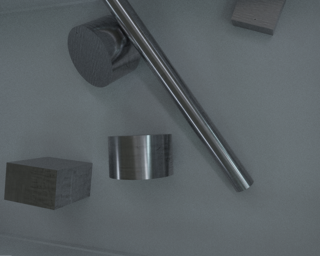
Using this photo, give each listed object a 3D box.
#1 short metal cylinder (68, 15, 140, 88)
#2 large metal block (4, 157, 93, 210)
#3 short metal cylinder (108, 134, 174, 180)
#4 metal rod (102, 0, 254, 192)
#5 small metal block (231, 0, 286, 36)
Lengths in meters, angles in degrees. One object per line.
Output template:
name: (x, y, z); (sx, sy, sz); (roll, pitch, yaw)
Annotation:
short metal cylinder: (-0.073, -0.099, 0.401); (0.080, 0.050, 0.079); (26, 136, 29)
large metal block: (-0.153, 0.073, 0.434); (0.080, 0.080, 0.050); (5, 92, 19)
short metal cylinder: (-0.024, 0.034, 0.389); (0.080, 0.080, 0.050); (-2, 89, 19)
metal rod: (0.017, -0.052, 0.372); (0.025, 0.025, 0.299); (-35, 91, 16)
small metal block: (0.119, -0.144, 0.369); (0.050, 0.025, 0.050); (21, 97, 18)
